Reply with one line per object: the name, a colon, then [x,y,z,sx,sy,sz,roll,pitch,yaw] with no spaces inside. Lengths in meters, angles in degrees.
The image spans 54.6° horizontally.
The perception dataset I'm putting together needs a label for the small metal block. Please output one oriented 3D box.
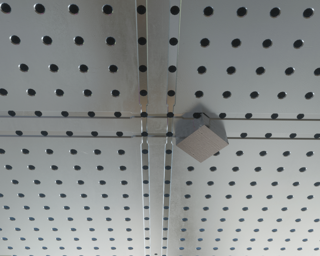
small metal block: [0.057,0.015,0.424,0.050,0.025,0.050,36,121,-27]
